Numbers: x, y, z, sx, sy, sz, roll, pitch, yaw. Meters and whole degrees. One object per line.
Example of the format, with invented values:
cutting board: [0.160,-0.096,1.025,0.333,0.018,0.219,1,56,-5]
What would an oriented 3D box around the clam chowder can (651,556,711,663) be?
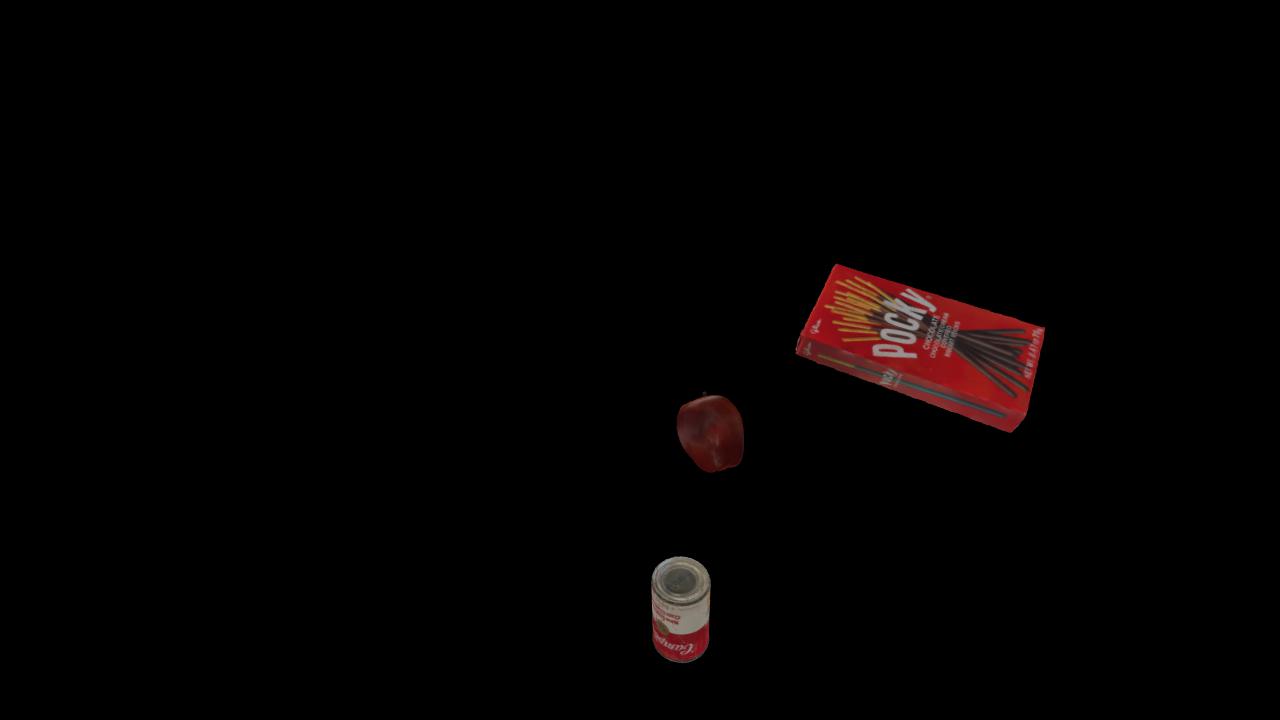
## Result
clam chowder can: [0.047,0.284,0.704,0.068,0.102,0.068,-1,30,1]

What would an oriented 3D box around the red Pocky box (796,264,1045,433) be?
red Pocky box: [0.200,-0.013,0.446,0.155,0.083,0.028,22,-31,19]

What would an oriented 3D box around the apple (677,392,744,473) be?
apple: [0.084,0.083,0.719,0.079,0.093,0.079,-14,-5,-1]
